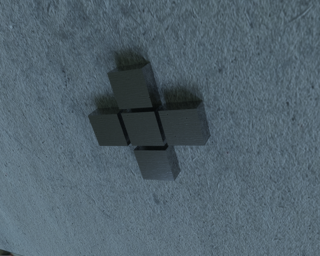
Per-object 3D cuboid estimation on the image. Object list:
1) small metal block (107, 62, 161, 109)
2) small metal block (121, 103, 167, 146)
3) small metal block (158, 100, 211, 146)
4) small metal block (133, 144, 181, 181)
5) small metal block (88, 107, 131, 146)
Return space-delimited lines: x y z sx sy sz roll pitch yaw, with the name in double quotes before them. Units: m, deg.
"small metal block" -0.032 -0.053 0.391 0.050 0.025 0.050 -2 118 28
"small metal block" -0.018 -0.004 0.414 0.050 0.025 0.050 -2 118 28
"small metal block" 0.031 -0.006 0.387 0.050 0.025 0.050 -2 118 28
"small metal block" -0.003 0.046 0.437 0.050 0.025 0.050 -2 118 29
"small metal block" -0.068 -0.002 0.441 0.050 0.025 0.050 -2 118 28
